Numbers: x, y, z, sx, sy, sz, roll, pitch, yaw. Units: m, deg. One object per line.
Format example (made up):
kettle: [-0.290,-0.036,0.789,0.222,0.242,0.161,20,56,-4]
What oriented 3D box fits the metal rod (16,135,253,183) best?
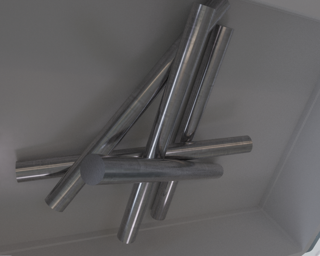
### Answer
metal rod: [-0.018,0.036,0.397,0.302,0.025,0.025,-5,121,-18]

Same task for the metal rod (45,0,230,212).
metal rod: [-0.024,-0.030,0.352,0.300,0.025,0.025,-51,129,-2]

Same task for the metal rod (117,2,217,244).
metal rod: [0.000,0.011,0.361,0.025,0.025,0.298,6,113,-31]

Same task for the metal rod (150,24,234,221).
metal rod: [0.037,0.008,0.433,0.025,0.025,0.298,3,117,-30]

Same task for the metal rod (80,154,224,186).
metal rod: [0.019,0.051,0.373,0.025,0.025,0.301,-55,152,11]
